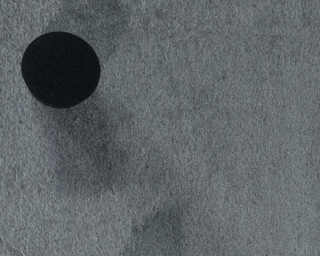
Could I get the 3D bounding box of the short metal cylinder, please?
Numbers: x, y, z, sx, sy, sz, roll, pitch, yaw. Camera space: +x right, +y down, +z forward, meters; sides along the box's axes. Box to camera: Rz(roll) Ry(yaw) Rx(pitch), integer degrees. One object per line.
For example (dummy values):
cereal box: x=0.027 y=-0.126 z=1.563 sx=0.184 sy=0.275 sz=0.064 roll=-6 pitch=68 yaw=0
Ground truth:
short metal cylinder: x=-0.113 y=-0.063 z=0.354 sx=0.081 sy=0.050 sz=0.080 roll=0 pitch=90 yaw=-20
